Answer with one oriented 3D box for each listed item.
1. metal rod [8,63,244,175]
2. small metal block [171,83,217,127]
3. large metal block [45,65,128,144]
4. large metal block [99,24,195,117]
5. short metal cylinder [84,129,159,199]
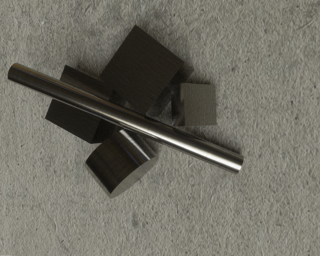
[{"bbox_3d":[-0.043,-0.012,0.381,0.301,0.025,0.025,22,98,2],"label":"metal rod"},{"bbox_3d":[0.042,-0.027,0.380,0.025,0.050,0.050,-2,89,56],"label":"small metal block"},{"bbox_3d":[-0.100,-0.032,0.432,0.080,0.050,0.080,26,99,18],"label":"large metal block"},{"bbox_3d":[-0.016,-0.071,0.400,0.080,0.050,0.080,41,103,15],"label":"large metal block"},{"bbox_3d":[-0.048,0.045,0.397,0.080,0.080,0.050,-46,76,14],"label":"short metal cylinder"}]
